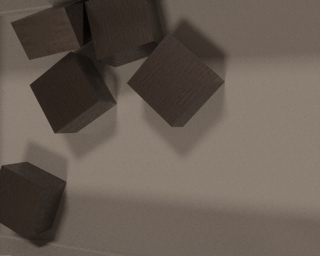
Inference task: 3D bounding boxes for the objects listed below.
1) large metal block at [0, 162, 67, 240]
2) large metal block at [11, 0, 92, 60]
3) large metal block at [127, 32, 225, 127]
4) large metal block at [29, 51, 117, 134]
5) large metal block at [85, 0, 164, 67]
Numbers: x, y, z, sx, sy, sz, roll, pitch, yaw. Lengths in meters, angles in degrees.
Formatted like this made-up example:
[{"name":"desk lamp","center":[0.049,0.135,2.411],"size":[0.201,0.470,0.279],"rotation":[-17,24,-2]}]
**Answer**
[{"name":"large metal block","center":[-0.200,0.105,0.466],"size":[0.080,0.050,0.080],"rotation":[22,97,18]},{"name":"large metal block","center":[-0.134,-0.137,0.419],"size":[0.080,0.080,0.050],"rotation":[-7,119,19]},{"name":"large metal block","center":[0.021,-0.057,0.389],"size":[0.080,0.050,0.080],"rotation":[45,104,14]},{"name":"large metal block","center":[-0.122,-0.047,0.439],"size":[0.080,0.050,0.080],"rotation":[-33,80,16]},{"name":"large metal block","center":[-0.044,-0.135,0.412],"size":[0.080,0.050,0.080],"rotation":[-14,86,19]}]
